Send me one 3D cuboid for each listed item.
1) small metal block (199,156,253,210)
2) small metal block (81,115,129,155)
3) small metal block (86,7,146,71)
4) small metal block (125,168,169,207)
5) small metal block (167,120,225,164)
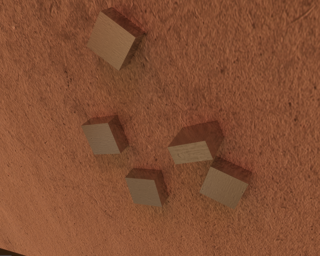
[{"bbox_3d":[0.086,0.072,0.406,0.050,0.025,0.050,25,127,13],"label":"small metal block"},{"bbox_3d":[-0.080,0.011,0.456,0.050,0.025,0.050,-5,116,30],"label":"small metal block"},{"bbox_3d":[-0.053,-0.106,0.369,0.050,0.025,0.050,38,129,2],"label":"small metal block"},{"bbox_3d":[-0.019,0.090,0.473,0.050,0.025,0.050,0,118,28],"label":"small metal block"},{"bbox_3d":[0.045,0.017,0.378,0.050,0.050,0.025,-12,112,33],"label":"small metal block"}]
